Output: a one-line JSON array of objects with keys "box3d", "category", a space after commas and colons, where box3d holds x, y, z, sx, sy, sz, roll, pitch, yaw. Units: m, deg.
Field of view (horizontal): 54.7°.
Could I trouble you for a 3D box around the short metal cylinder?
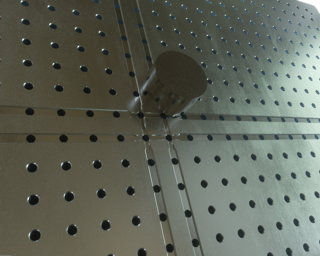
[{"box3d": [0.020, -0.063, 0.443, 0.081, 0.050, 0.080, 14, 56, -21], "category": "short metal cylinder"}]
